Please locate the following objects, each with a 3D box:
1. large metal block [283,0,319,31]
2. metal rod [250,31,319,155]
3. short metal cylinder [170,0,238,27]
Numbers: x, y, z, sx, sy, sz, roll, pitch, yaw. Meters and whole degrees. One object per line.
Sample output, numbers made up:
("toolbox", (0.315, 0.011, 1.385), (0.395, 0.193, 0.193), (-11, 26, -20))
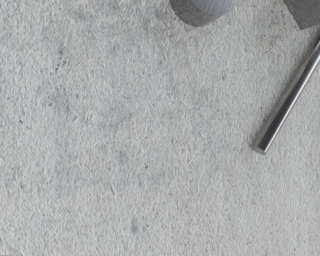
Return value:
("large metal block", (0.239, -0.206, 0.468), (0.050, 0.080, 0.080), (-42, 103, -15))
("metal rod", (0.230, -0.088, 0.494), (0.025, 0.025, 0.300), (38, 78, -16))
("short metal cylinder", (0.059, -0.184, 0.418), (0.081, 0.050, 0.080), (0, 90, -20))
